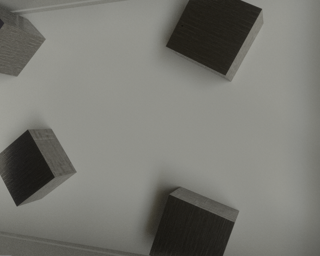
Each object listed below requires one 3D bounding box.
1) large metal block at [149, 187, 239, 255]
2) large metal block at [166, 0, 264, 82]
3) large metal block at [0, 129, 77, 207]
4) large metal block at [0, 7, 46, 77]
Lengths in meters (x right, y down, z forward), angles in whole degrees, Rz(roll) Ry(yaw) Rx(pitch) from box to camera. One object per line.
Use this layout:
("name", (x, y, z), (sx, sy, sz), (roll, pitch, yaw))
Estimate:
("large metal block", (0.043, 0.129, 0.382), (0.080, 0.050, 0.080), (20, 97, 19))
("large metal block", (0.067, -0.112, 0.373), (0.080, 0.050, 0.080), (31, 100, 17))
("large metal block", (-0.187, 0.057, 0.463), (0.080, 0.050, 0.080), (-37, 79, 16))
("large metal block", (-0.237, -0.129, 0.465), (0.080, 0.080, 0.050), (-46, 76, 14))
